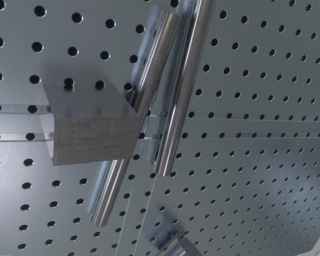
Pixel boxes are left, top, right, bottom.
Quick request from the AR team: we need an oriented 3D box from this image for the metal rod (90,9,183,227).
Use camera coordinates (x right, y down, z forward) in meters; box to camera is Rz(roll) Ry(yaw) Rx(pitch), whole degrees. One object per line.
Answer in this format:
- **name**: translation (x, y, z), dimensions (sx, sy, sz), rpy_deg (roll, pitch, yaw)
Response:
- **metal rod**: translation (-0.037, 0.004, 0.393), dimensions (0.025, 0.025, 0.298), rpy_deg (8, 115, -32)

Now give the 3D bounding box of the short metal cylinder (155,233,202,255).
- **short metal cylinder**: translation (0.038, 0.231, 0.539), dimensions (0.050, 0.080, 0.080), rpy_deg (-45, 129, 3)

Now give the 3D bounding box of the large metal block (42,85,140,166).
- **large metal block**: translation (-0.077, -0.007, 0.329), dimensions (0.081, 0.080, 0.050), rpy_deg (-3, 120, -27)

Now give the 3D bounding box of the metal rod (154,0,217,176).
- **metal rod**: translation (0.034, -0.068, 0.387), dimensions (0.025, 0.025, 0.298), rpy_deg (-2, 119, -28)
